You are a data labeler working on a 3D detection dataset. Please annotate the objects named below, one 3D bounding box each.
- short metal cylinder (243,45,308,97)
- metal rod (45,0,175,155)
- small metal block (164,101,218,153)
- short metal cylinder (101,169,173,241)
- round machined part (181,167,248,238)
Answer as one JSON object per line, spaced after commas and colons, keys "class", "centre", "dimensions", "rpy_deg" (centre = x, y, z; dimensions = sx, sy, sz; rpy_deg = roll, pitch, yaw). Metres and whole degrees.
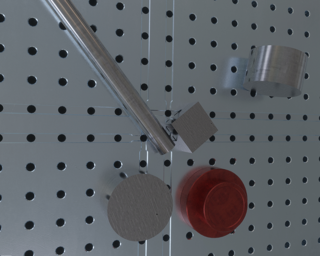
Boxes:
{"class": "short metal cylinder", "centre": [0.164, -0.079, 0.444], "dimensions": [0.081, 0.080, 0.050], "rpy_deg": [14, 86, -20]}
{"class": "metal rod", "centre": [-0.076, -0.090, 0.384], "dimensions": [0.025, 0.025, 0.299], "rpy_deg": [-40, 103, -16]}
{"class": "small metal block", "centre": [0.043, -0.001, 0.429], "dimensions": [0.050, 0.025, 0.050], "rpy_deg": [-40, 103, -16]}
{"class": "short metal cylinder", "centre": [-0.030, 0.094, 0.388], "dimensions": [0.081, 0.050, 0.079], "rpy_deg": [0, 90, -20]}
{"class": "round machined part", "centre": [0.082, 0.106, 0.434], "dimensions": [0.099, 0.042, 0.097], "rpy_deg": [0, 90, -20]}
